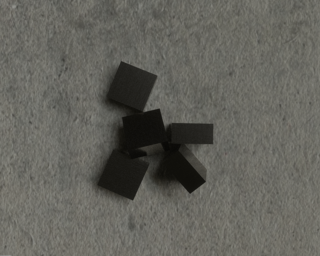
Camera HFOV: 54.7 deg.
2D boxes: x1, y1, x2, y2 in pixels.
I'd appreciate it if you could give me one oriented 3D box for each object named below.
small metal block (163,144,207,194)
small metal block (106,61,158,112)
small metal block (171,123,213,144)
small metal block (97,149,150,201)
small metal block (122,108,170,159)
[{"bbox_3d":[0.033,0.049,0.396,0.025,0.050,0.050,-41,91,13],"label":"small metal block"},{"bbox_3d":[-0.036,-0.054,0.410,0.050,0.025,0.050,22,90,-1],"label":"small metal block"},{"bbox_3d":[0.039,0.007,0.398,0.050,0.050,0.025,1,90,-1],"label":"small metal block"},{"bbox_3d":[-0.047,0.060,0.409,0.050,0.025,0.050,24,90,-1],"label":"small metal block"},{"bbox_3d":[-0.018,0.007,0.399,0.050,0.025,0.050,-13,59,-1],"label":"small metal block"}]
